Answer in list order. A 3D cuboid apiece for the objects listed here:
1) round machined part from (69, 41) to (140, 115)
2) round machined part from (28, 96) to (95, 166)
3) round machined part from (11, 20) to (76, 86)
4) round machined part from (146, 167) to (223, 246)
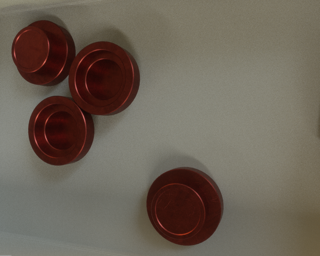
[{"bbox_3d":[-0.072,-0.066,0.427,0.098,0.042,0.097,0,90,20],"label":"round machined part"},{"bbox_3d":[-0.137,0.004,0.450,0.098,0.042,0.097,0,91,20],"label":"round machined part"},{"bbox_3d":[-0.181,-0.114,0.465,0.098,0.042,0.097,0,90,20],"label":"round machined part"},{"bbox_3d":[0.028,0.100,0.392,0.098,0.042,0.097,0,90,20],"label":"round machined part"}]
